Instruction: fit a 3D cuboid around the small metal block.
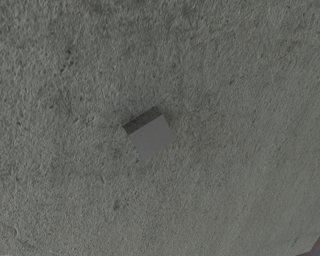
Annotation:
[{"bbox_3d":[-0.014,0.007,0.407,0.050,0.025,0.050,-32,129,-8],"label":"small metal block"}]
